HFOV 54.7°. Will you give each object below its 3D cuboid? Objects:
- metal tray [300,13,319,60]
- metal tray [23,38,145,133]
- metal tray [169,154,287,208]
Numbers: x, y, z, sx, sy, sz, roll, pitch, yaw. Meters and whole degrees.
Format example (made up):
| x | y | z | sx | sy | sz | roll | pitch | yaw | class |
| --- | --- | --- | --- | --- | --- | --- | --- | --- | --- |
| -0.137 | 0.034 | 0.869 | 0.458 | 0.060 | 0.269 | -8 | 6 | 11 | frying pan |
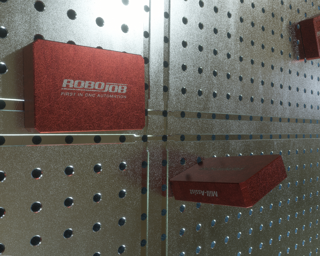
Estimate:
| x | y | z | sx | sy | sz | roll | pitch | yaw | class |
| --- | --- | --- | --- | --- | --- | --- | --- | --- | --- |
| 0.378 | -0.220 | 0.726 | 0.131 | 0.030 | 0.089 | -29 | 108 | -37 | metal tray |
| -0.077 | -0.041 | 0.342 | 0.131 | 0.030 | 0.089 | -2 | 91 | -40 | metal tray |
| 0.087 | 0.067 | 0.415 | 0.091 | 0.130 | 0.030 | -23 | 98 | -38 | metal tray |
